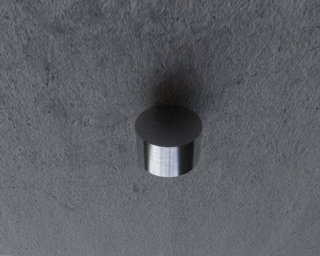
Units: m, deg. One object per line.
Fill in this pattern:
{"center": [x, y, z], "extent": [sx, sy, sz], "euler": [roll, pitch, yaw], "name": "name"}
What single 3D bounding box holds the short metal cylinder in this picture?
{"center": [0.011, 0.014, 0.385], "extent": [0.081, 0.080, 0.050], "euler": [-1, 130, 0], "name": "short metal cylinder"}
